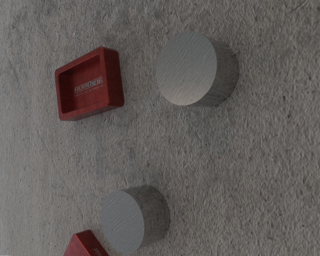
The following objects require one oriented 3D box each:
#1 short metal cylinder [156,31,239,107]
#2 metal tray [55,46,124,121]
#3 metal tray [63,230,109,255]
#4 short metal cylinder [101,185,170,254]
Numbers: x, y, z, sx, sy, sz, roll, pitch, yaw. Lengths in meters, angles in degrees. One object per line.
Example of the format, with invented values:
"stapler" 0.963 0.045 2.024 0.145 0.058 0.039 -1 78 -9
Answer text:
"short metal cylinder" 0.042 -0.064 0.354 0.080 0.050 0.079 0 90 40
"metal tray" -0.117 -0.066 0.498 0.130 0.030 0.090 -13 82 39
"metal tray" -0.106 0.240 0.489 0.130 0.030 0.089 40 114 32
"short metal cylinder" -0.033 0.120 0.416 0.080 0.050 0.079 0 90 40
